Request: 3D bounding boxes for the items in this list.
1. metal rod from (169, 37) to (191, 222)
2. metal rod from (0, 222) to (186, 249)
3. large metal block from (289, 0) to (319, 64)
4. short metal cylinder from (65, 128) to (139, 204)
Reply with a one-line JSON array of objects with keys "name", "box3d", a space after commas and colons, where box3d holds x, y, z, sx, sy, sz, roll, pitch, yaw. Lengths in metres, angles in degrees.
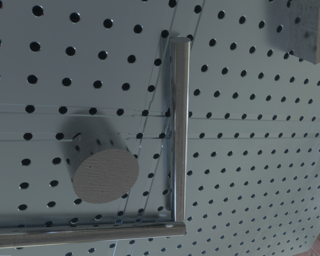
[{"name": "metal rod", "box3d": [0.027, 0.023, 0.441, 0.025, 0.025, 0.298, -15, 125, -20]}, {"name": "metal rod", "box3d": [-0.088, 0.156, 0.461, 0.302, 0.025, 0.025, 9, 114, -33]}, {"name": "large metal block", "box3d": [0.231, -0.148, 0.432, 0.080, 0.050, 0.080, -27, 128, -12]}, {"name": "short metal cylinder", "box3d": [-0.073, 0.047, 0.385, 0.081, 0.050, 0.079, -14, 124, -21]}]
